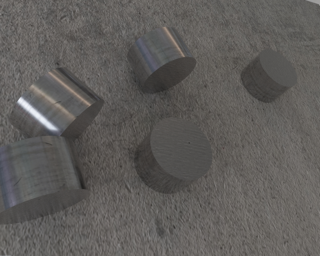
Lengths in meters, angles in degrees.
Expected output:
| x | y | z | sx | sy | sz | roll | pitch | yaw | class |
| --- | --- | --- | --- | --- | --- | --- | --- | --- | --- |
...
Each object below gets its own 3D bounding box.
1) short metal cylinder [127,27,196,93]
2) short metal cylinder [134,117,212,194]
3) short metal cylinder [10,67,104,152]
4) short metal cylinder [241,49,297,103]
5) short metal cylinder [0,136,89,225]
| x | y | z | sx | sy | sz | roll | pitch | yaw | class |
| --- | --- | --- | --- | --- | --- | --- | --- | --- | --- |
| 0.002 | -0.091 | 0.425 | 0.081 | 0.080 | 0.050 | -17 | 71 | -35 | short metal cylinder |
| 0.016 | 0.034 | 0.375 | 0.081 | 0.050 | 0.080 | 14 | 56 | -21 | short metal cylinder |
| -0.105 | -0.016 | 0.322 | 0.050 | 0.080 | 0.080 | 41 | 51 | 0 | short metal cylinder |
| 0.192 | -0.091 | 0.546 | 0.081 | 0.050 | 0.080 | 14 | 56 | -21 | short metal cylinder |
| -0.111 | 0.048 | 0.280 | 0.081 | 0.080 | 0.050 | -10 | 67 | -32 | short metal cylinder |
